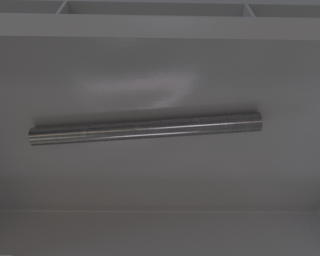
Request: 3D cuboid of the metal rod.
[{"bbox_3d":[-0.021,0.002,0.409,0.301,0.025,0.025,-4,130,3],"label":"metal rod"}]
